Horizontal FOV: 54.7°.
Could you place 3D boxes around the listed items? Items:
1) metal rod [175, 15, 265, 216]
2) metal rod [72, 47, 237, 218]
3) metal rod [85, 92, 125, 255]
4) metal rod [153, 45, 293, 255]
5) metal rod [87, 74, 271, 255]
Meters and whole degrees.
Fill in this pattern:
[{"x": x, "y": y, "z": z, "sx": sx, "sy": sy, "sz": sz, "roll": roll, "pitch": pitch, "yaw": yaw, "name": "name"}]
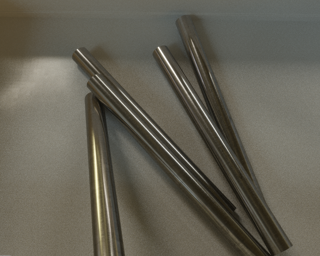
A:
[{"x": 0.078, "y": -0.028, "z": 0.419, "sx": 0.025, "sy": 0.025, "sz": 0.299, "roll": -16, "pitch": 71, "yaw": -6, "name": "metal rod"}, {"x": -0.017, "y": -0.001, "z": 0.409, "sx": 0.025, "sy": 0.025, "sz": 0.300, "roll": -40, "pitch": 75, "yaw": -13, "name": "metal rod"}, {"x": -0.059, "y": 0.056, "z": 0.315, "sx": 0.025, "sy": 0.025, "sz": 0.300, "roll": -13, "pitch": 42, "yaw": -5, "name": "metal rod"}, {"x": 0.065, "y": 0.010, "z": 0.390, "sx": 0.025, "sy": 0.025, "sz": 0.299, "roll": -24, "pitch": 66, "yaw": -9, "name": "metal rod"}, {"x": 0.014, "y": 0.043, "z": 0.370, "sx": 0.025, "sy": 0.025, "sz": 0.300, "roll": -40, "pitch": 75, "yaw": -13, "name": "metal rod"}]
